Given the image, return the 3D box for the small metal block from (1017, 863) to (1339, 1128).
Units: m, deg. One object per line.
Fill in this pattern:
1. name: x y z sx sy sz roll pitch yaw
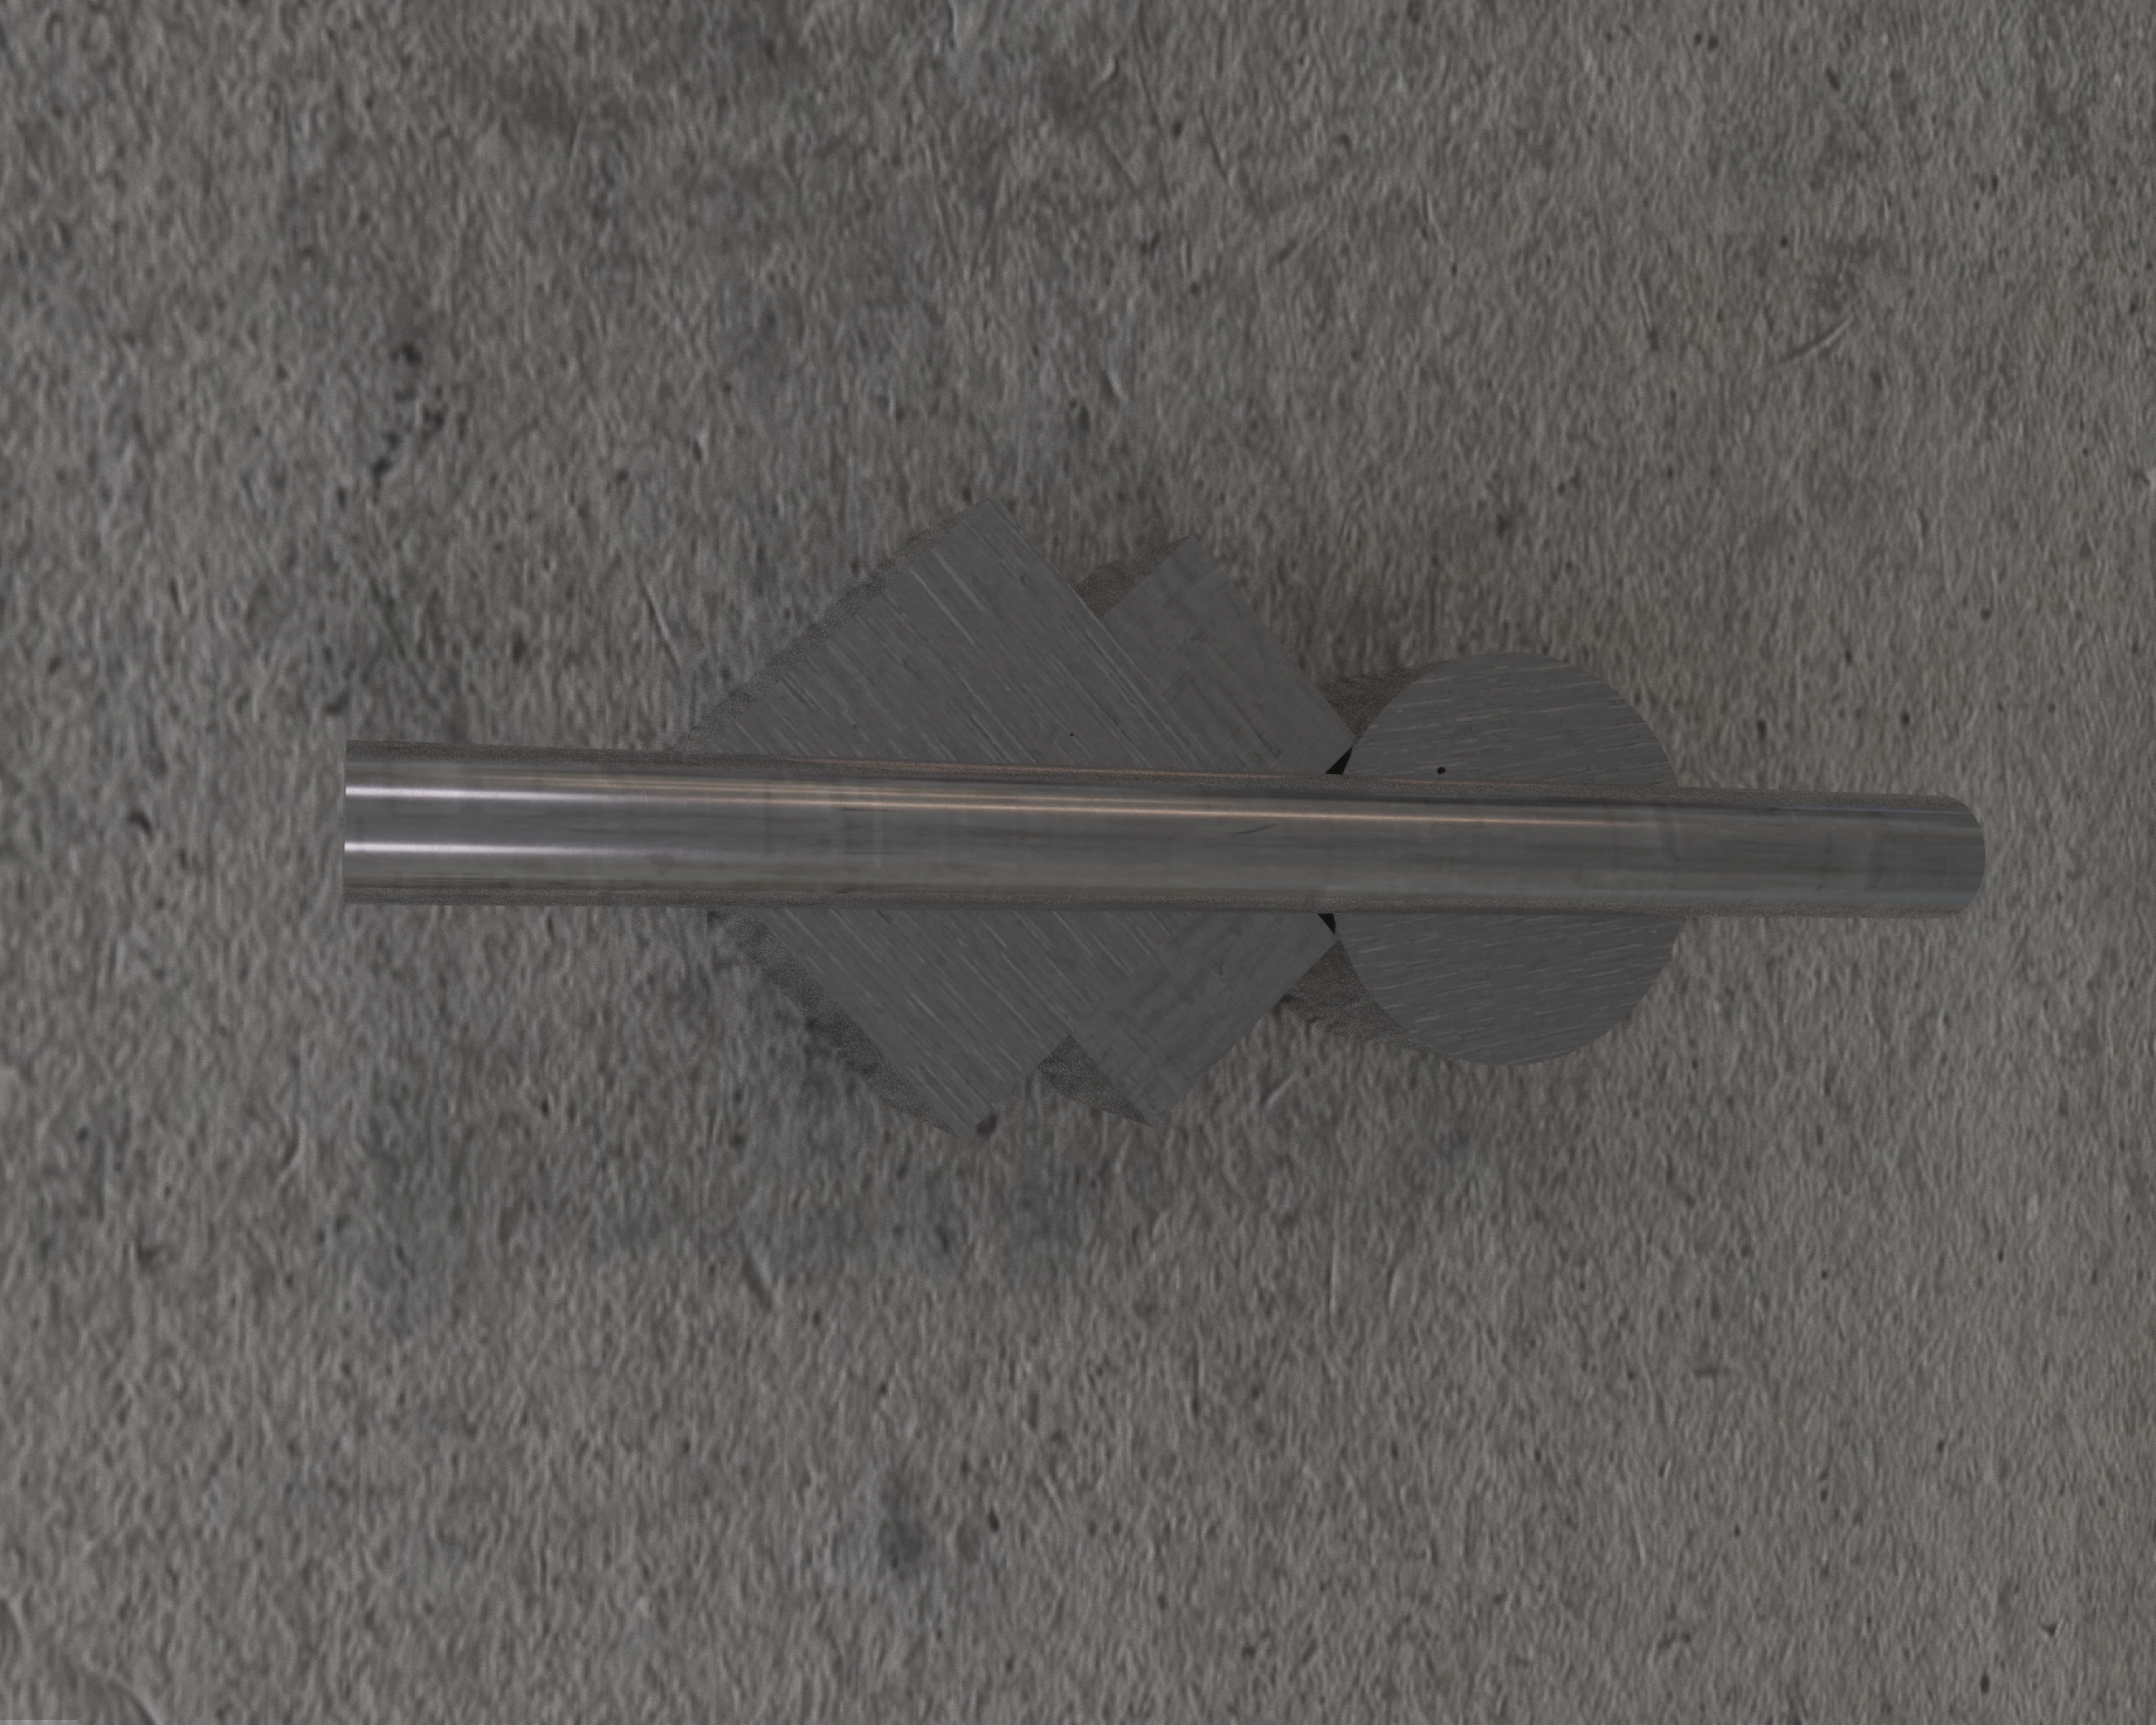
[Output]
1. small metal block: 0.015 0.022 0.404 0.050 0.050 0.025 -44 104 -15

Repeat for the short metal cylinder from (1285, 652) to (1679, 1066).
1. short metal cylinder: 0.075 -0.001 0.424 0.081 0.050 0.080 0 90 -20

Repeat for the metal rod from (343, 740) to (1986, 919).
1. metal rod: 0.031 -0.004 0.367 0.302 0.025 0.025 1 90 -20

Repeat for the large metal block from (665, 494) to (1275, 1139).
1. large metal block: -0.026 -0.008 0.386 0.080 0.050 0.080 -44 104 -15

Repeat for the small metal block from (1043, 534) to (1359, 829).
1. small metal block: 0.019 -0.033 0.405 0.025 0.050 0.050 -44 105 -14
